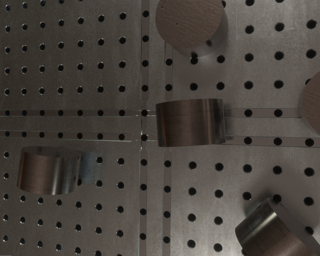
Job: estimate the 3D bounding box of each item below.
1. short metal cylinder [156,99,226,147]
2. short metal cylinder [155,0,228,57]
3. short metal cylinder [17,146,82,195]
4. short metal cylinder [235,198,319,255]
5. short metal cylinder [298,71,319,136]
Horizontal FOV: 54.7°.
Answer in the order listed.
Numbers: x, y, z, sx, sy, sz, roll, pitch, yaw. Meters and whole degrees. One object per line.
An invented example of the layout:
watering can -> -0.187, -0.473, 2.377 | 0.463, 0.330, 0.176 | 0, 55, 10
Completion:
short metal cylinder -> 0.036, -0.005, 0.370 | 0.080, 0.080, 0.050 | -4, 89, 19
short metal cylinder -> 0.041, -0.133, 0.384 | 0.080, 0.050, 0.079 | 0, 90, 19
short metal cylinder -> -0.155, 0.057, 0.436 | 0.080, 0.080, 0.050 | 10, 94, 19
short metal cylinder -> 0.130, 0.124, 0.338 | 0.080, 0.080, 0.050 | 45, 104, 14
short metal cylinder -> 0.194, -0.026, 0.331 | 0.080, 0.050, 0.079 | 0, 90, 19
